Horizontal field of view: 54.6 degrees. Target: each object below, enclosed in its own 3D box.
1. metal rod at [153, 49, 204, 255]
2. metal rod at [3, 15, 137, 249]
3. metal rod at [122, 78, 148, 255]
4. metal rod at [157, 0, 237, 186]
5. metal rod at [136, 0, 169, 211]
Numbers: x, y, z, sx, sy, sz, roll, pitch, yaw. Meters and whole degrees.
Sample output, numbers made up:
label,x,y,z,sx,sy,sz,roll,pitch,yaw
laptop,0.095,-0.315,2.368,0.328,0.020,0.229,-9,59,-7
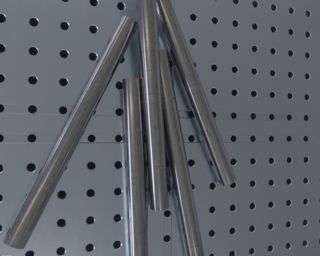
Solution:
label,x,y,z,sx,sy,sz,roll,pitch,yaw
metal rod,0.025,0.045,0.421,0.025,0.025,0.298,-12,94,-20
metal rod,-0.102,-0.003,0.374,0.025,0.025,0.299,28,81,-18
metal rod,-0.031,0.087,0.401,0.025,0.025,0.298,-2,91,-20
metal rod,0.044,-0.060,0.428,0.025,0.025,0.299,-24,98,-18
metal rod,-0.010,-0.042,0.394,0.025,0.025,0.298,-6,98,-20
